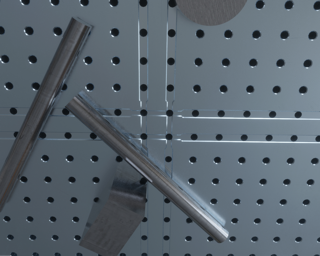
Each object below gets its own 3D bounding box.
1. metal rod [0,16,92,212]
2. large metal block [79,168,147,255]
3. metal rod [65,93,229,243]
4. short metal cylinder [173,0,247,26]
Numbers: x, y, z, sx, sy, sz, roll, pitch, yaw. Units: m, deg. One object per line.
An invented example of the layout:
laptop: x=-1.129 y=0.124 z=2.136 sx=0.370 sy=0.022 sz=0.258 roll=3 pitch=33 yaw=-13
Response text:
metal rod: x=-0.168 y=-0.005 z=0.410 sx=0.025 sy=0.025 sz=0.298 roll=29 pitch=107 yaw=-10
large metal block: x=-0.061 y=0.116 z=0.426 sx=0.050 sy=0.080 sz=0.080 roll=30 pitch=107 yaw=-11
metal rod: x=-0.009 y=0.065 z=0.436 sx=0.025 sy=0.025 sz=0.300 roll=-42 pitch=105 yaw=14
short metal cylinder: x=0.054 y=-0.156 z=0.343 sx=0.081 sy=0.050 sz=0.079 roll=0 pitch=110 yaw=0
